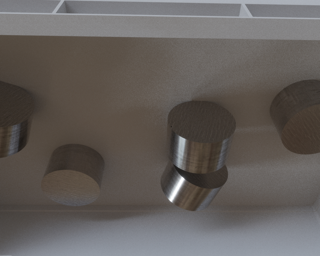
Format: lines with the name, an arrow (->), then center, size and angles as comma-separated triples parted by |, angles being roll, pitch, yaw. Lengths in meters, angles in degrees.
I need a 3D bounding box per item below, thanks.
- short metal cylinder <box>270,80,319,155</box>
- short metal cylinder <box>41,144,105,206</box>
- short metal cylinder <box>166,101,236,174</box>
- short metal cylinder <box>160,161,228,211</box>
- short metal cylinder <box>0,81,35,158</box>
short metal cylinder -> 0.184, -0.013, 0.385 | 0.081, 0.050, 0.079 | 0, 130, 0
short metal cylinder -> -0.124, 0.069, 0.450 | 0.081, 0.050, 0.079 | 0, 130, 0
short metal cylinder -> 0.049, 0.010, 0.382 | 0.081, 0.080, 0.050 | 1, 130, -2
short metal cylinder -> 0.047, 0.067, 0.431 | 0.081, 0.080, 0.050 | 14, 129, -12
short metal cylinder -> -0.193, -0.011, 0.361 | 0.081, 0.080, 0.050 | 17, 128, -14
